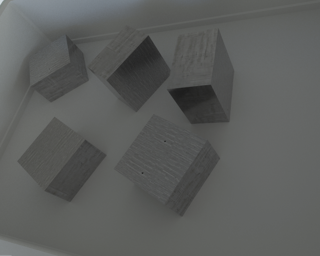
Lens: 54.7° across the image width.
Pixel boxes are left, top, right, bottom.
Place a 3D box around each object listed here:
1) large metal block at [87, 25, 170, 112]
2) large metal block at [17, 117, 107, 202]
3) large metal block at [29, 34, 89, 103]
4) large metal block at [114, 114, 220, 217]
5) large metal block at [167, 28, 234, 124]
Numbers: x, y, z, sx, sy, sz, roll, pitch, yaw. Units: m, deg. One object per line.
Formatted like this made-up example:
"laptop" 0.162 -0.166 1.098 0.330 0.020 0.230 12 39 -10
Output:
"large metal block" -0.040 -0.083 0.441 0.080 0.080 0.050 -49 52 -6
"large metal block" -0.137 0.042 0.433 0.080 0.050 0.080 29 78 37
"large metal block" -0.179 -0.105 0.545 0.080 0.050 0.080 -28 52 10
"large metal block" 0.009 0.041 0.359 0.080 0.050 0.080 27 76 37
"large metal block" 0.054 -0.060 0.378 0.050 0.080 0.080 -3 61 26
